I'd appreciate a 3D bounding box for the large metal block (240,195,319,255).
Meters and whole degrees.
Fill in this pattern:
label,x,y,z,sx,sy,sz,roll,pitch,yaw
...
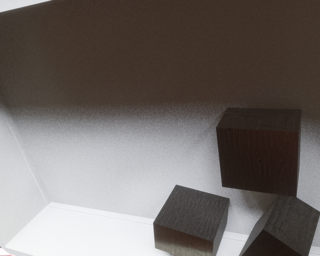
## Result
label,x,y,z,sx,sy,sz,roll,pitch,yaw
large metal block,0.142,0.135,0.377,0.050,0.080,0.079,33,129,19

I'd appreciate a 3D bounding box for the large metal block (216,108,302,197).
label,x,y,z,sx,sy,sz,roll,pitch,yaw
large metal block,0.113,0.025,0.348,0.080,0.050,0.079,3,120,26

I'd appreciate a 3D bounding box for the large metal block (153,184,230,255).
label,x,y,z,sx,sy,sz,roll,pitch,yaw
large metal block,0.045,0.132,0.430,0.080,0.080,0.050,11,123,22
